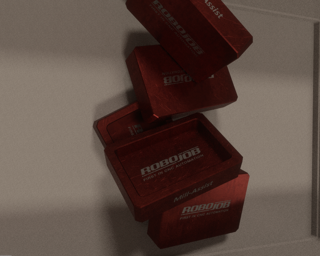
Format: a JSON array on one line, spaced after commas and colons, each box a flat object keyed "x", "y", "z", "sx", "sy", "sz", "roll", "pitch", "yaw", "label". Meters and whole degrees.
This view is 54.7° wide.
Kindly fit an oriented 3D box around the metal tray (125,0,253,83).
[{"x": 0.028, "y": -0.118, "z": 0.343, "sx": 0.130, "sy": 0.090, "sz": 0.030, "roll": 46, "pitch": 67, "yaw": -8, "label": "metal tray"}]

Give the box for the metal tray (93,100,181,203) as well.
[{"x": -0.016, "y": 0.030, "z": 0.402, "sx": 0.091, "sy": 0.030, "sz": 0.129, "roll": -29, "pitch": 100, "yaw": -18, "label": "metal tray"}]

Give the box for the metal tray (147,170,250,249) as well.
[{"x": 0.052, "y": 0.100, "z": 0.406, "sx": 0.131, "sy": 0.030, "sz": 0.089, "roll": 0, "pitch": 105, "yaw": -30, "label": "metal tray"}]

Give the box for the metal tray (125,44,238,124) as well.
[{"x": 0.031, "y": -0.063, "z": 0.400, "sx": 0.131, "sy": 0.030, "sz": 0.090, "roll": -13, "pitch": 82, "yaw": -28, "label": "metal tray"}]

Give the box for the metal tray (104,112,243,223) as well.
[{"x": 0.014, "y": 0.038, "z": 0.351, "sx": 0.131, "sy": 0.090, "sz": 0.030, "roll": -20, "pitch": 138, "yaw": -19, "label": "metal tray"}]
